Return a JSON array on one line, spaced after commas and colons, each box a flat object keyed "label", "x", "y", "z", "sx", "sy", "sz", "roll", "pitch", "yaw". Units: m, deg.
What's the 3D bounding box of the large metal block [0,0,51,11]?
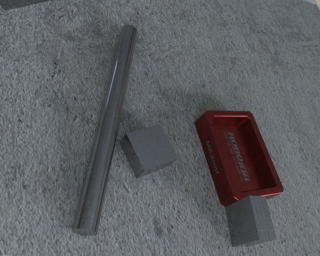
[{"label": "large metal block", "x": -0.192, "y": -0.213, "z": 0.415, "sx": 0.080, "sy": 0.050, "sz": 0.081, "roll": 49, "pitch": 51, "yaw": 6}]

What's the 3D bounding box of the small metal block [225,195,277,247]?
[{"label": "small metal block", "x": 0.109, "y": 0.115, "z": 0.378, "sx": 0.025, "sy": 0.050, "sz": 0.050, "roll": 9, "pitch": 58, "yaw": -24}]

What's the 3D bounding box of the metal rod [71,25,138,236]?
[{"label": "metal rod", "x": -0.060, "y": -0.022, "z": 0.385, "sx": 0.025, "sy": 0.025, "sz": 0.300, "roll": 19, "pitch": 54, "yaw": -18}]

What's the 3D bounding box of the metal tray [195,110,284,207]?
[{"label": "metal tray", "x": 0.110, "y": 0.038, "z": 0.438, "sx": 0.091, "sy": 0.030, "sz": 0.130, "roll": -1, "pitch": 62, "yaw": -29}]

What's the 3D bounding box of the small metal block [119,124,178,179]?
[{"label": "small metal block", "x": -0.014, "y": 0.028, "z": 0.381, "sx": 0.050, "sy": 0.025, "sz": 0.050, "roll": -16, "pitch": 71, "yaw": -35}]
